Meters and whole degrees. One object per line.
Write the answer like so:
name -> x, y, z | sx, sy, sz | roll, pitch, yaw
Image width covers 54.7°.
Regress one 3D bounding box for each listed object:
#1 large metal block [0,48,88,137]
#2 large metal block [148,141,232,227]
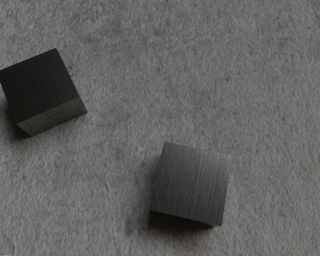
large metal block -> -0.154, -0.047, 0.410 | 0.080, 0.050, 0.080 | -26, 72, -9
large metal block -> 0.035, 0.069, 0.370 | 0.080, 0.050, 0.080 | 12, 70, 4
